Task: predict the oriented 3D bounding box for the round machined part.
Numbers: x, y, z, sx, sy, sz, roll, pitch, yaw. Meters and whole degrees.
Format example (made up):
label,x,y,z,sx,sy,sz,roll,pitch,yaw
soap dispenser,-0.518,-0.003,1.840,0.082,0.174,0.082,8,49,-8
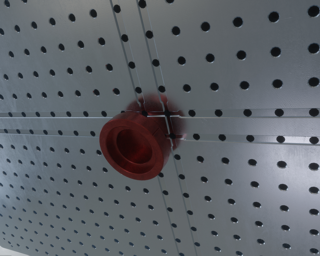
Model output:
label,x,y,z,sx,sy,sz,roll,pitch,yaw
round machined part,-0.031,0.021,0.430,0.098,0.042,0.097,13,124,21
